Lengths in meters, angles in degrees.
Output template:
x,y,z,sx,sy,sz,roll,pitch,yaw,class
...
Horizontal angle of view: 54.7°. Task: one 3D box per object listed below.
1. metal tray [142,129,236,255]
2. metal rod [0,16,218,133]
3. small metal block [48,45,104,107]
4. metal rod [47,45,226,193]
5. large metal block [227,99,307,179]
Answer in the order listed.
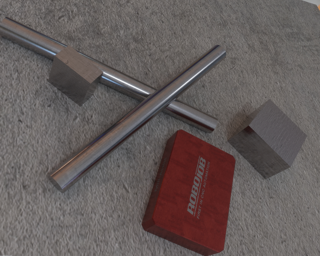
x,y,z,sx,sy,sz,roll,pitch,yaw,class
0.040,0.075,0.378,0.090,0.030,0.130,27,52,-12,metal tray
-0.057,-0.064,0.413,0.302,0.025,0.025,24,53,-14,metal rod
-0.102,-0.061,0.371,0.050,0.050,0.025,38,51,-3,small metal block
-0.008,-0.029,0.390,0.025,0.025,0.302,47,59,4,metal rod
0.163,0.016,0.469,0.080,0.050,0.080,46,51,3,large metal block
